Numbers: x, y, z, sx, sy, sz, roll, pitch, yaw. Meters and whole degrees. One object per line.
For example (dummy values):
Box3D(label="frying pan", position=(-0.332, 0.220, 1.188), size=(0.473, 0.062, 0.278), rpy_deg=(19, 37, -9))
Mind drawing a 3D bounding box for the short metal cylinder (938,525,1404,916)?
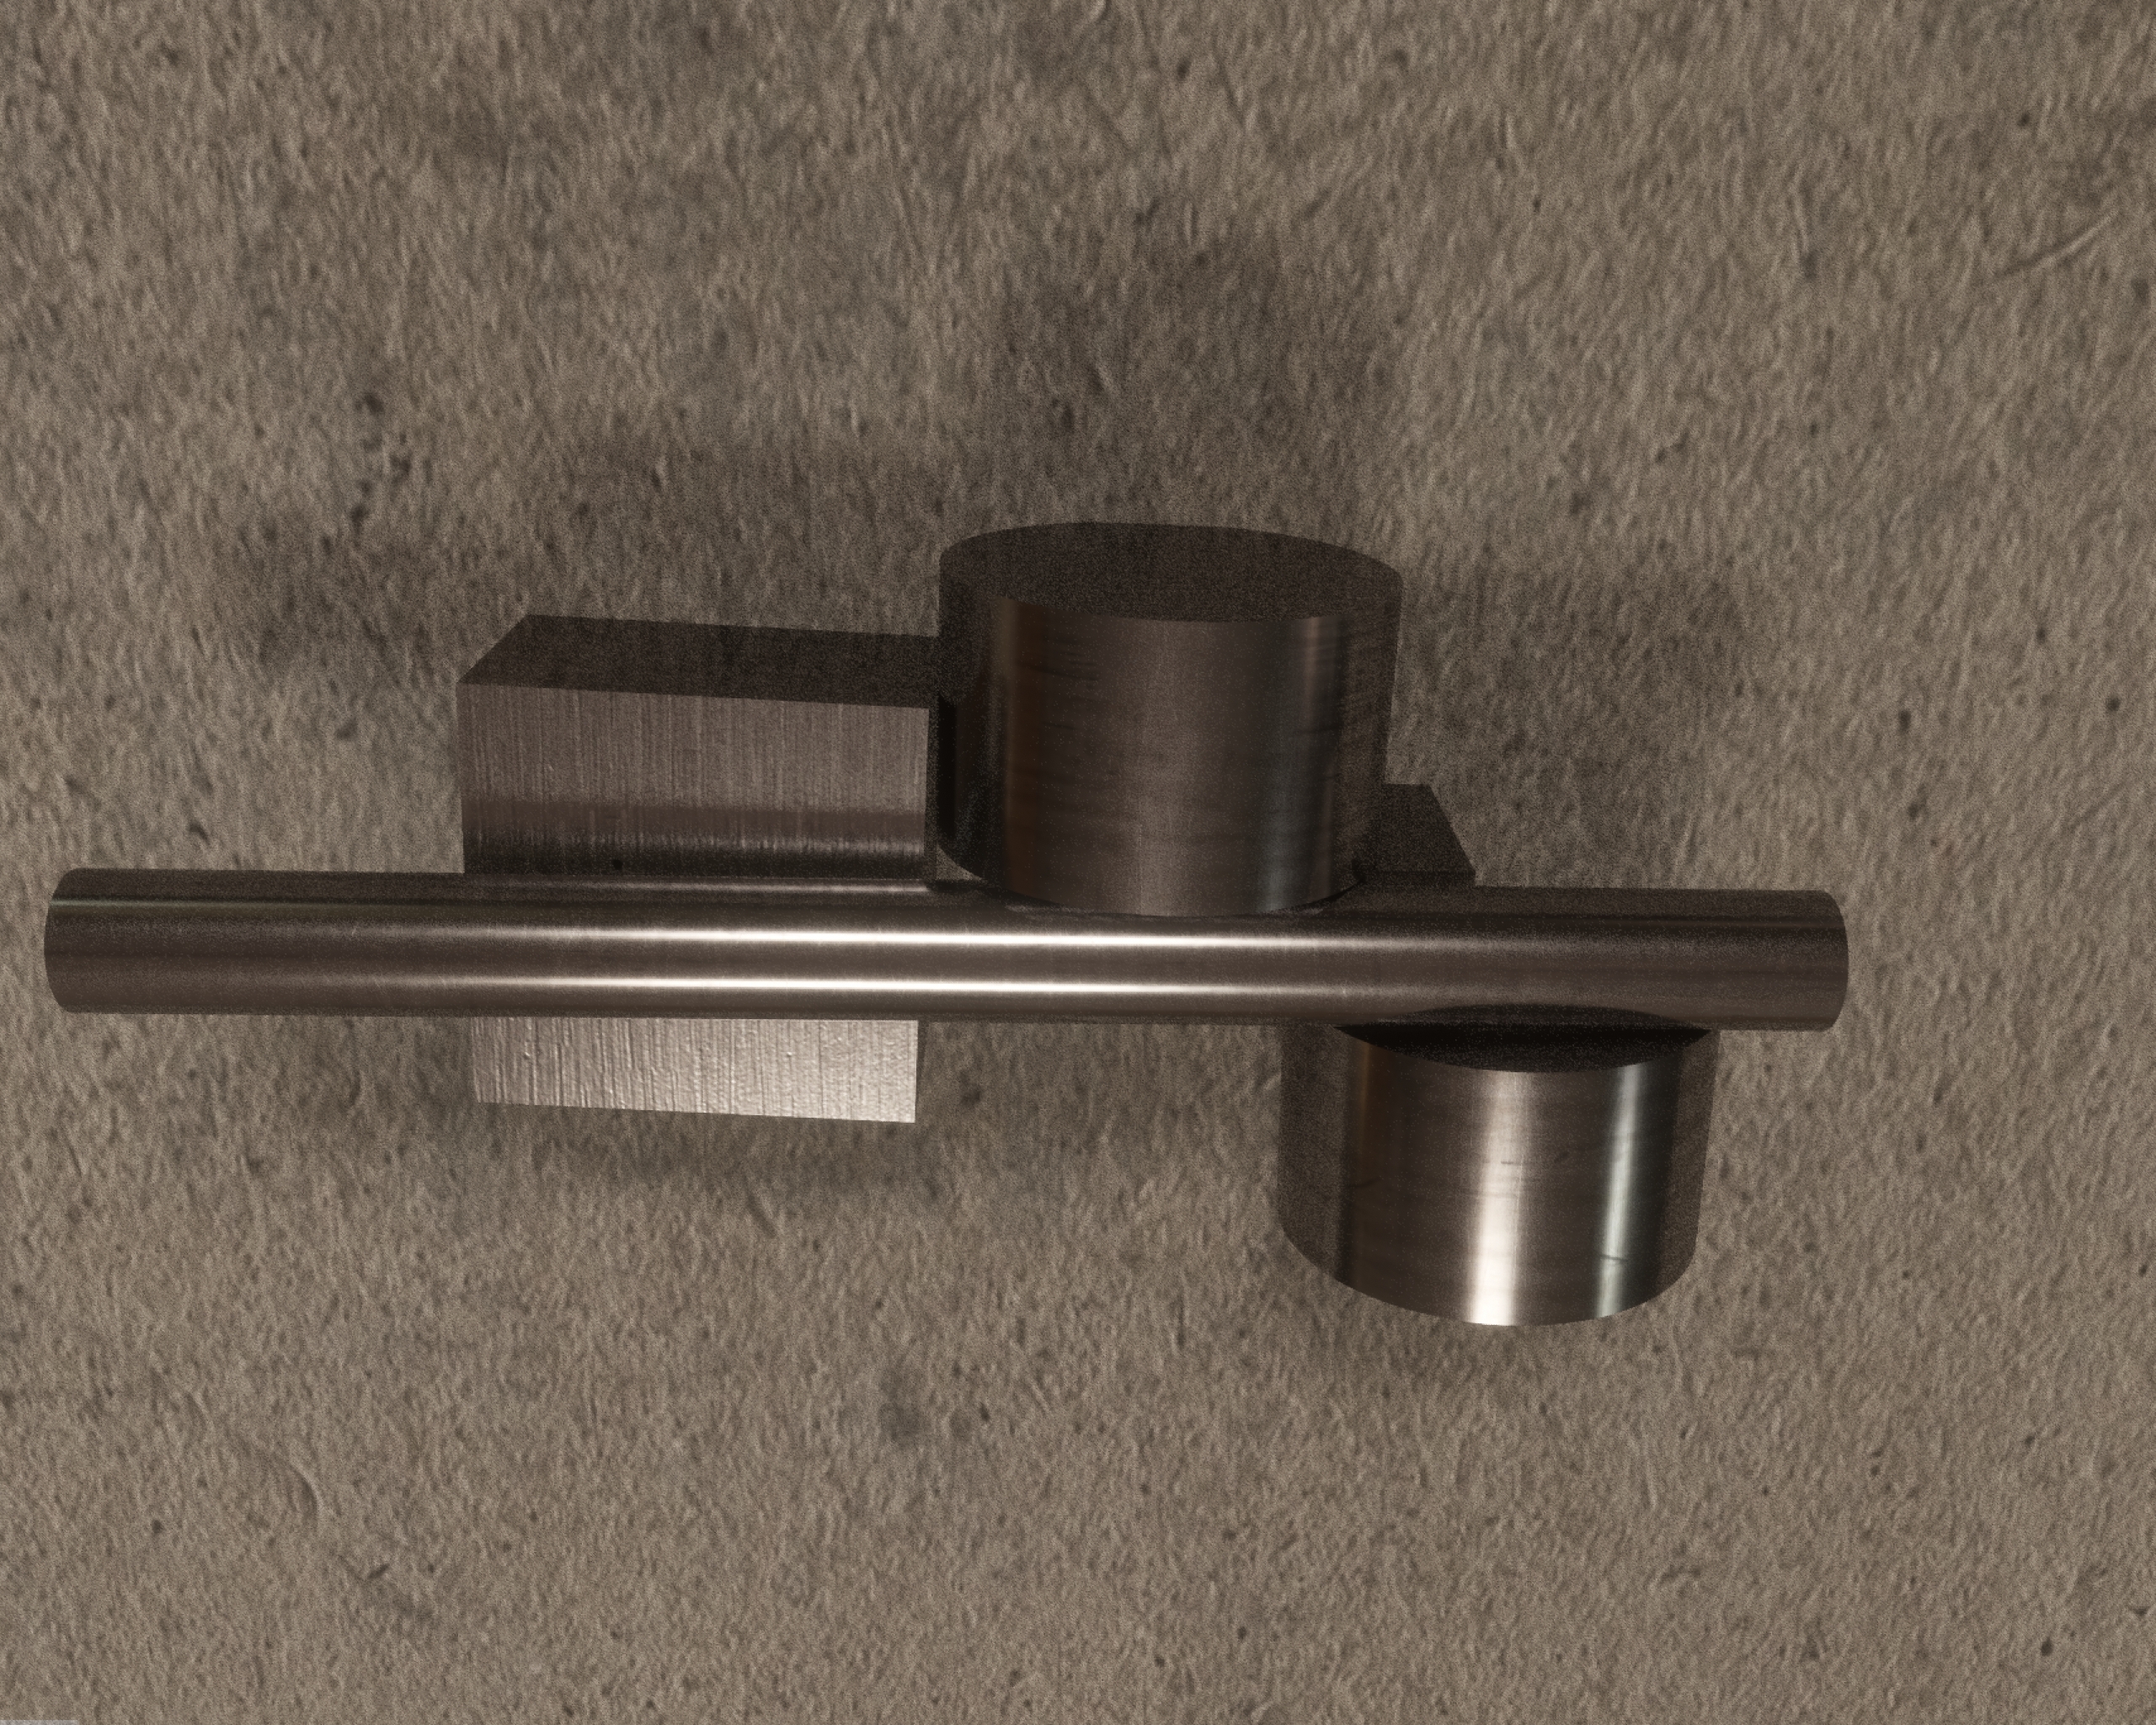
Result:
Box3D(label="short metal cylinder", position=(0.015, -0.028, 0.372), size=(0.081, 0.080, 0.050), rpy_deg=(2, 110, -1))

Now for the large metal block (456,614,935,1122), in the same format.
Box3D(label="large metal block", position=(-0.068, 0.000, 0.393), size=(0.081, 0.050, 0.079), rpy_deg=(3, 110, -2))

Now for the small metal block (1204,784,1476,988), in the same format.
Box3D(label="small metal block", position=(0.045, 0.004, 0.399), size=(0.050, 0.050, 0.025), rpy_deg=(1, 110, -1))

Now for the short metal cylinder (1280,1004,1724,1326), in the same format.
Box3D(label="short metal cylinder", position=(0.079, 0.045, 0.399), size=(0.081, 0.080, 0.050), rpy_deg=(0, 110, -1))

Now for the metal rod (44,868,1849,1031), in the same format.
Box3D(label="metal rod", position=(-0.020, 0.015, 0.362), size=(0.302, 0.025, 0.025), rpy_deg=(1, 110, -2))
